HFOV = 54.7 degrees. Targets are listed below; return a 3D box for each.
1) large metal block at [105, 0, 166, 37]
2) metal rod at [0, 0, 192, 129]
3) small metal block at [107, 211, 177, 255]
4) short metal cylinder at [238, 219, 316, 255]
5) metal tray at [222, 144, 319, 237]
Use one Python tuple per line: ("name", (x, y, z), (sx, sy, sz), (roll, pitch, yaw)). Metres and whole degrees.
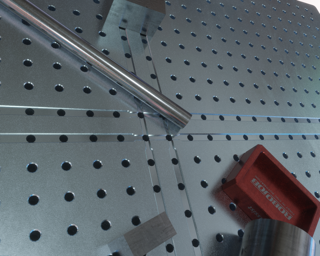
("large metal block", (-0.040, -0.203, 0.496), (0.081, 0.050, 0.080), (11, 57, -23))
("metal rod", (-0.086, -0.093, 0.419), (0.301, 0.025, 0.025), (34, 51, -6))
("small metal block", (-0.019, 0.113, 0.314), (0.050, 0.050, 0.025), (-20, 73, -36))
("short metal cylinder", (0.133, 0.149, 0.356), (0.080, 0.080, 0.050), (35, 51, -6))
("metal tray", (0.160, 0.097, 0.434), (0.130, 0.030, 0.090), (45, 51, 3))
